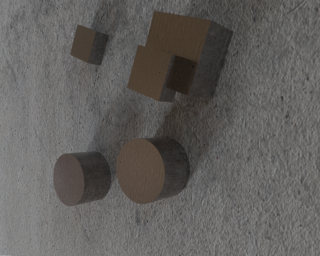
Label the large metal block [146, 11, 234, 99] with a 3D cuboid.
[{"bbox_3d":[0.028,-0.085,0.364,0.080,0.050,0.079,25,106,37],"label":"large metal block"}]

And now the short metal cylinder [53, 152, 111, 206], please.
[{"bbox_3d":[-0.123,0.078,0.488,0.080,0.050,0.079,0,90,39],"label":"short metal cylinder"}]

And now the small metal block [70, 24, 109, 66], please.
[{"bbox_3d":[-0.114,-0.133,0.496,0.050,0.025,0.050,30,108,35],"label":"small metal block"}]

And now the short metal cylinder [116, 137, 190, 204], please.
[{"bbox_3d":[-0.009,0.052,0.395,0.080,0.050,0.079,0,90,39],"label":"short metal cylinder"}]

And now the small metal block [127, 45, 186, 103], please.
[{"bbox_3d":[-0.005,-0.060,0.342,0.050,0.025,0.050,26,106,36],"label":"small metal block"}]
